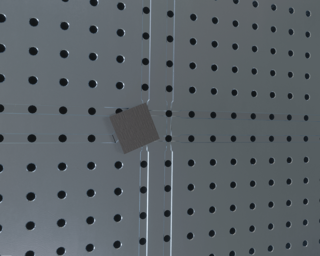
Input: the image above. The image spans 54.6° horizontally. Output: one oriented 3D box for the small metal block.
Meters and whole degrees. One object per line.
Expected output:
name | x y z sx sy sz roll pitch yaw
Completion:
small metal block | -0.035 0.000 0.399 0.050 0.025 0.050 -23 98 -19
